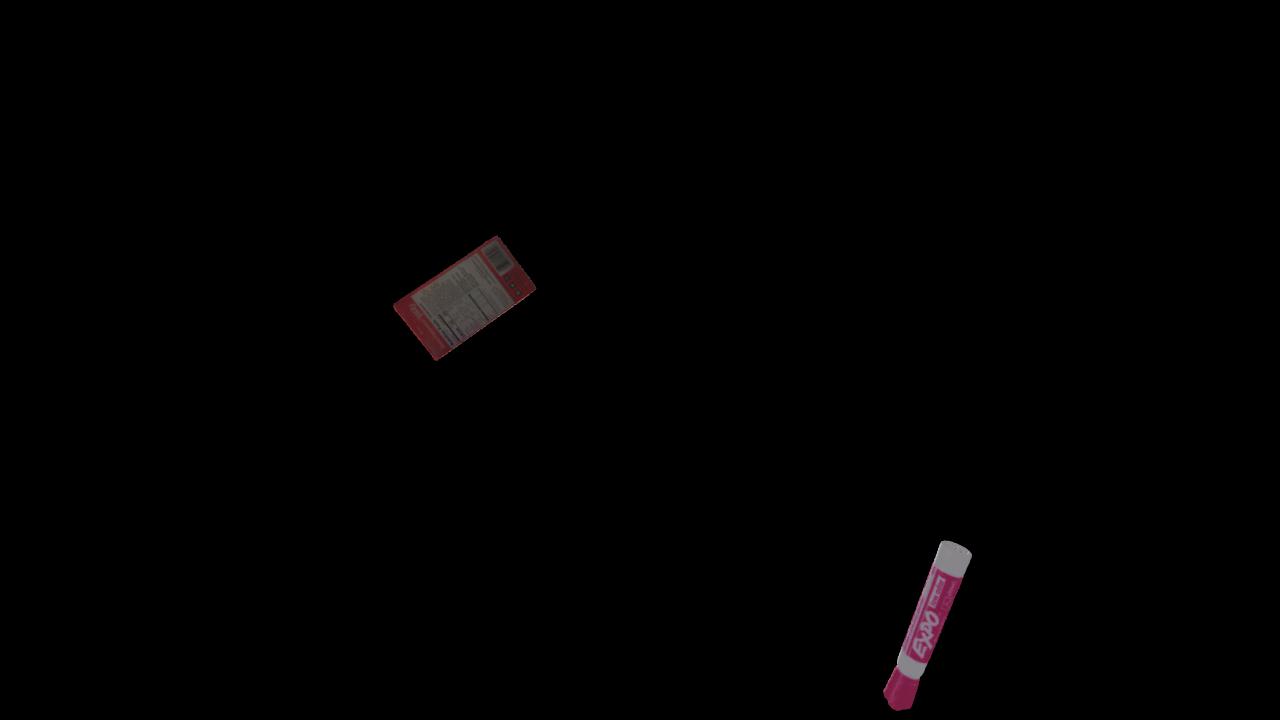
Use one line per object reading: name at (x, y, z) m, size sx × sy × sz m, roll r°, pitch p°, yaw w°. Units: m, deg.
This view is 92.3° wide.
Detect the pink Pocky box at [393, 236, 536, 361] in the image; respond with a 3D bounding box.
pink Pocky box at (-0.215, -0.077, 0.765) m, size 0.155 × 0.084 × 0.029 m, roll -40°, pitch 11°, yaw -18°

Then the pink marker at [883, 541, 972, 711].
pink marker at (0.186, 0.176, 0.401) m, size 0.020 × 0.121 × 0.020 m, roll 14°, pitch 12°, yaw -3°
